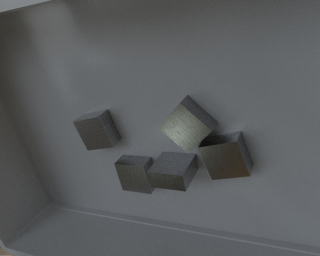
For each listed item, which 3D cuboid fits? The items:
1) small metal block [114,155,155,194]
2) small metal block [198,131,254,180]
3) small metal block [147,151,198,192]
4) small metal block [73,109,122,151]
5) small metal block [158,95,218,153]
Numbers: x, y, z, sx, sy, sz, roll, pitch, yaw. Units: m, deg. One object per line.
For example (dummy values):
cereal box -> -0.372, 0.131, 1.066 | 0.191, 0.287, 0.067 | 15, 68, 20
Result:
small metal block -> -0.035, 0.070, 0.469 | 0.050, 0.025, 0.050 | 1, 119, 27
small metal block -> 0.083, 0.035, 0.386 | 0.050, 0.025, 0.050 | -13, 112, 33
small metal block -> 0.018, 0.057, 0.417 | 0.050, 0.050, 0.025 | 2, 119, 27
small metal block -> -0.092, 0.004, 0.458 | 0.050, 0.025, 0.050 | -9, 114, 32
small metal block -> 0.034, -0.004, 0.387 | 0.050, 0.025, 0.050 | 42, 129, -1
